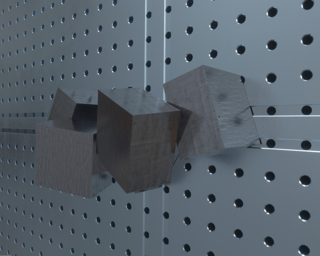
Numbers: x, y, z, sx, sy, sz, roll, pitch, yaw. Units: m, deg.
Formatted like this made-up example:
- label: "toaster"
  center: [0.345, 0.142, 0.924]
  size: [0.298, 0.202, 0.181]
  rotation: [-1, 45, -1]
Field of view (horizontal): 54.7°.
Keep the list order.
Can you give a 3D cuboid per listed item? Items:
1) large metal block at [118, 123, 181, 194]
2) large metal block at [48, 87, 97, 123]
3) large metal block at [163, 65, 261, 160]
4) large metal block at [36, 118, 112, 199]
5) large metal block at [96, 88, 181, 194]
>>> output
- label: "large metal block"
  center: [-0.024, 0.026, 0.410]
  size: [0.080, 0.050, 0.079]
  rotation: [39, 114, 32]
- label: "large metal block"
  center: [-0.117, -0.011, 0.466]
  size: [0.050, 0.081, 0.079]
  rotation: [37, 112, 33]
- label: "large metal block"
  center: [0.056, -0.014, 0.326]
  size: [0.050, 0.081, 0.080]
  rotation: [-21, 77, 38]
- label: "large metal block"
  center: [-0.107, 0.035, 0.394]
  size: [0.080, 0.050, 0.079]
  rotation: [9, 104, 18]
- label: "large metal block"
  center: [-0.027, 0.008, 0.323]
  size: [0.080, 0.050, 0.079]
  rotation: [35, 126, 50]
